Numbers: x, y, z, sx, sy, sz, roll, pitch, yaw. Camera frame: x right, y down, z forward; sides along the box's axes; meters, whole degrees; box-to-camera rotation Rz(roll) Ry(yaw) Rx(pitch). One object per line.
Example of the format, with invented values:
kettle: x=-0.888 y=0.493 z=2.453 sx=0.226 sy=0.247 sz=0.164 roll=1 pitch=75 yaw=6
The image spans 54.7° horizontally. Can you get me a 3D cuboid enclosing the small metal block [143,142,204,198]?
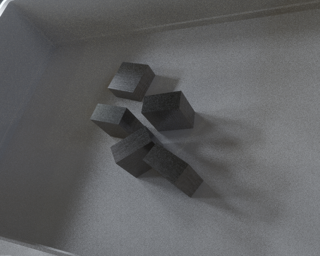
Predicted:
small metal block: x=0.016 y=0.048 z=0.351 sx=0.050 sy=0.050 sz=0.025 roll=32 pitch=80 yaw=37

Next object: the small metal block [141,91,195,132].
small metal block: x=0.012 y=-0.020 z=0.395 sx=0.050 sy=0.050 sz=0.025 roll=-6 pitch=59 yaw=25

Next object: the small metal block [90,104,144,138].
small metal block: x=-0.058 y=-0.007 z=0.423 sx=0.050 sy=0.050 sz=0.025 roll=10 pitch=67 yaw=32

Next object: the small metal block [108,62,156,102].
small metal block: x=-0.043 y=-0.071 z=0.470 sx=0.050 sy=0.025 sz=0.050 roll=14 pitch=69 yaw=33

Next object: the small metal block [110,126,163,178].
small metal block: x=-0.024 y=0.031 z=0.382 sx=0.050 sy=0.050 sz=0.025 roll=-32 pitch=52 yaw=7
